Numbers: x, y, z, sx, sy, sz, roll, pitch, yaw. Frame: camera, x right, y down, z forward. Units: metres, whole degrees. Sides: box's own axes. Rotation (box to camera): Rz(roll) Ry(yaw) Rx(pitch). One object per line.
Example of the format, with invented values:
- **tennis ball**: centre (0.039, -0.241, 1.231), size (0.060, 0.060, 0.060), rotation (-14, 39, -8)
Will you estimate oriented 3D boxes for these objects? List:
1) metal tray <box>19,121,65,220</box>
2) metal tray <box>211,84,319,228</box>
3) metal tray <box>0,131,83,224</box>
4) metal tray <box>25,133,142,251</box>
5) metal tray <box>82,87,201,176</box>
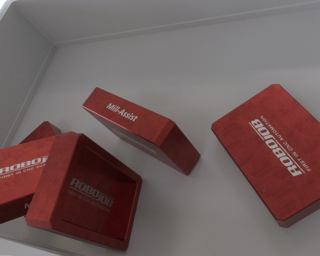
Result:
- **metal tray**: centre (-0.171, 0.060, 0.456), size (0.090, 0.030, 0.130), rotation (-42, 51, -1)
- **metal tray**: centre (0.124, 0.023, 0.323), size (0.090, 0.030, 0.130), rotation (-34, 51, 6)
- **metal tray**: centre (-0.150, 0.055, 0.374), size (0.131, 0.030, 0.090), rotation (-16, 42, -29)
- **metal tray**: centre (-0.070, 0.073, 0.330), size (0.030, 0.130, 0.090), rotation (-3, 61, 27)
- **metal tray**: centre (-0.023, 0.003, 0.374), size (0.130, 0.090, 0.030), rotation (25, 76, 37)
